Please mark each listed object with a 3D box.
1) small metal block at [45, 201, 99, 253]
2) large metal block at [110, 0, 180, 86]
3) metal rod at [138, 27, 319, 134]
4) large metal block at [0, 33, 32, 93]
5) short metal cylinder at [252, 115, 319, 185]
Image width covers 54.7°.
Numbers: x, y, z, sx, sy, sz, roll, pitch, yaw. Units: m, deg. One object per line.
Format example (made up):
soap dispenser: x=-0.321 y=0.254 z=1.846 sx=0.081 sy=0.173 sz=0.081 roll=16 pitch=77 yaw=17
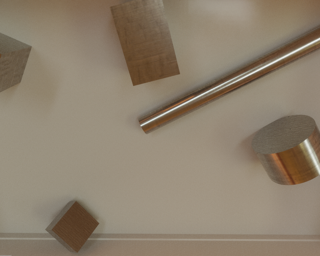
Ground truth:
small metal block: x=-0.125 y=0.142 z=0.446 sx=0.025 sy=0.050 sz=0.050 roll=-21 pitch=115 yaw=48
large metal block: x=-0.014 y=-0.100 z=0.345 sx=0.050 sy=0.080 sz=0.080 roll=-14 pitch=110 yaw=5
metal rod: x=0.111 y=-0.068 z=0.387 sx=0.301 sy=0.025 sz=0.025 roll=-26 pitch=108 yaw=9
large metal block: x=-0.206 y=-0.082 z=0.349 sx=0.080 sy=0.080 sz=0.050 roll=23 pitch=108 yaw=-9
short metal cylinder: x=0.166 y=0.027 z=0.394 sx=0.080 sy=0.080 sz=0.050 roll=-30 pitch=108 yaw=10
